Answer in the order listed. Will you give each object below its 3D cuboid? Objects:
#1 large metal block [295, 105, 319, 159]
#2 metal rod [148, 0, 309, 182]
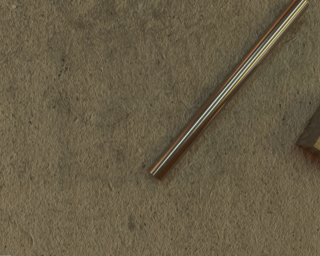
[{"bbox_3d":[0.241,0.009,0.401,0.080,0.050,0.080,32,90,-1],"label":"large metal block"},{"bbox_3d":[0.090,-0.052,0.411,0.025,0.025,0.300,40,90,-1],"label":"metal rod"}]
